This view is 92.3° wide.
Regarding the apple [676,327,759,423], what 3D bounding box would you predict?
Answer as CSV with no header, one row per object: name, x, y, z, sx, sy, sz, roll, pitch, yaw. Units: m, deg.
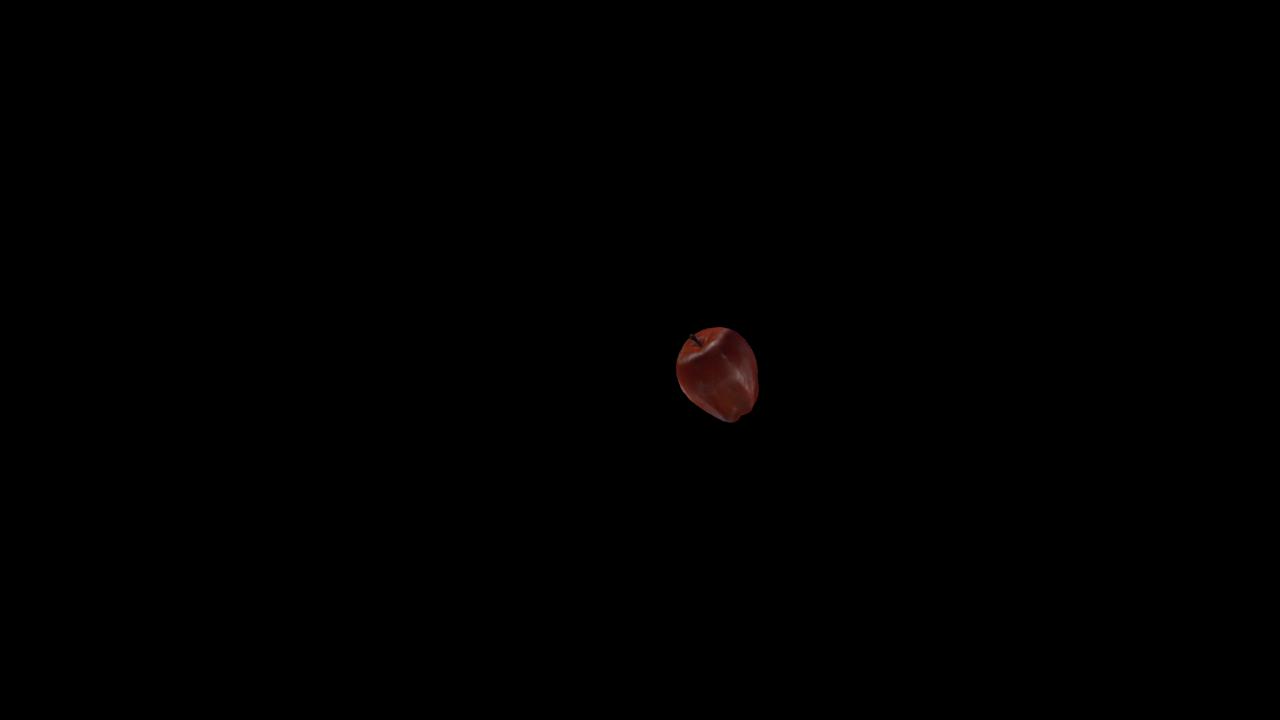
apple,0.076,0.012,0.595,0.079,0.093,0.079,-31,15,9
